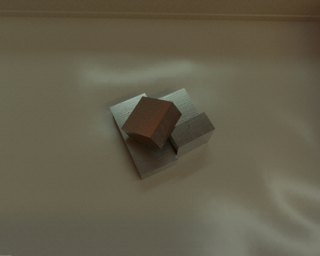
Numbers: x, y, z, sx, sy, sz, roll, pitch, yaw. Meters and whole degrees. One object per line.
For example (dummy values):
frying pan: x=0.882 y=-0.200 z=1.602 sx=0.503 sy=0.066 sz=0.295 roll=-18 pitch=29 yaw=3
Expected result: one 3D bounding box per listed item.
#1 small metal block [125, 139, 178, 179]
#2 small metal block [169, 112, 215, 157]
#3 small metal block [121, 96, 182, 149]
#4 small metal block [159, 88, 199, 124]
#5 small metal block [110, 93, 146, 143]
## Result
small metal block: x=-0.011 y=0.031 z=0.397 sx=0.050 sy=0.025 sz=0.050 roll=-24 pitch=72 yaw=-9
small metal block: x=0.037 y=0.010 z=0.391 sx=0.050 sy=0.050 sz=0.025 roll=-27 pitch=73 yaw=-10
small metal block: x=-0.010 y=-0.008 z=0.371 sx=0.050 sy=0.025 sz=0.050 roll=15 pitch=66 yaw=42
small metal block: x=0.020 y=-0.019 z=0.415 sx=0.050 sy=0.025 sz=0.050 roll=-24 pitch=72 yaw=-9
small metal block: x=-0.032 y=-0.011 z=0.412 sx=0.050 sy=0.025 sz=0.050 roll=-24 pitch=72 yaw=-9
